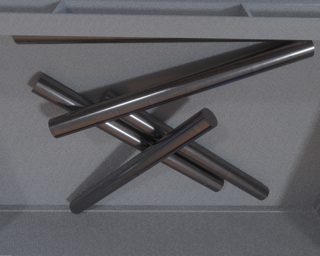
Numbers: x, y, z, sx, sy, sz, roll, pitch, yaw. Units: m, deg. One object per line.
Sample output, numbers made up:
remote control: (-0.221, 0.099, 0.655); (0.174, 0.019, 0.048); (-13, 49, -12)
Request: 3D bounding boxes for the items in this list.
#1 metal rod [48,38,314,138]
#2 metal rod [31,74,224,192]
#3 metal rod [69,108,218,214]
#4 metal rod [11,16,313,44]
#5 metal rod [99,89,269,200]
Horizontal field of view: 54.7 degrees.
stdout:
metal rod: (0.018, -0.044, 0.350); (0.301, 0.025, 0.025); (-17, 129, 6)
metal rod: (-0.026, 0.018, 0.423); (0.301, 0.025, 0.025); (31, 123, -24)
metal rod: (-0.042, 0.060, 0.432); (0.025, 0.025, 0.299); (34, 130, -26)
metal rod: (0.003, -0.101, 0.322); (0.302, 0.025, 0.025); (-1, 130, 0)
metal rod: (0.049, 0.034, 0.438); (0.301, 0.025, 0.025); (31, 123, -24)
